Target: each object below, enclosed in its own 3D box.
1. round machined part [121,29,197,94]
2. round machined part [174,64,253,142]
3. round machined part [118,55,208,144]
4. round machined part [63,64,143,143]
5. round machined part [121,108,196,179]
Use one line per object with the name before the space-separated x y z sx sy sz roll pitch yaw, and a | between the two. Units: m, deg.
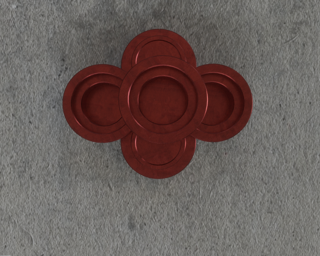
round machined part | -0.001 -0.081 0.402 0.099 0.042 0.097 0 90 -1
round machined part | 0.066 -0.031 0.403 0.099 0.042 0.097 0 90 -1
round machined part | 0.003 -0.031 0.360 0.099 0.042 0.097 0 90 -1
round machined part | -0.071 -0.030 0.402 0.099 0.042 0.097 0 90 -1
round machined part | -0.002 0.018 0.402 0.099 0.042 0.097 0 90 -1
